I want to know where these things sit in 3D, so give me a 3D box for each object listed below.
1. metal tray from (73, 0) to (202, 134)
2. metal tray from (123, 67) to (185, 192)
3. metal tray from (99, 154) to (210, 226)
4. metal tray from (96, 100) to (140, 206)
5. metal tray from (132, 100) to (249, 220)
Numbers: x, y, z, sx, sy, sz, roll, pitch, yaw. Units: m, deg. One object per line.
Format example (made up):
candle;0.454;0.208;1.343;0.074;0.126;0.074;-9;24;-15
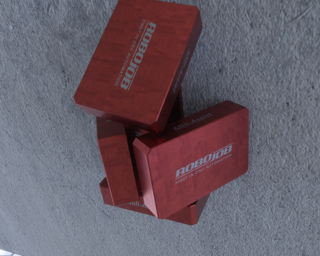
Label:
metal tray;-0.020;-0.068;0.316;0.090;0.130;0.030;16;166;18
metal tray;-0.001;0.003;0.367;0.030;0.090;0.129;7;122;24
metal tray;-0.001;0.072;0.410;0.130;0.090;0.030;7;121;24
metal tray;-0.055;0.021;0.386;0.030;0.130;0.089;-12;118;-7
metal tray;0.040;0.032;0.341;0.030;0.131;0.089;33;138;51
